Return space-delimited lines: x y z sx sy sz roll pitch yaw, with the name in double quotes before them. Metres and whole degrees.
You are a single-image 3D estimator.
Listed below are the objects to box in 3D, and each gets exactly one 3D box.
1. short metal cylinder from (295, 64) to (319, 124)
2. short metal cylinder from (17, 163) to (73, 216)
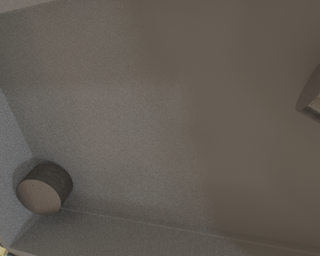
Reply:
"short metal cylinder" 0.163 -0.036 0.265 0.050 0.080 0.079 32 129 7
"short metal cylinder" -0.205 0.110 0.557 0.080 0.050 0.079 4 118 9
